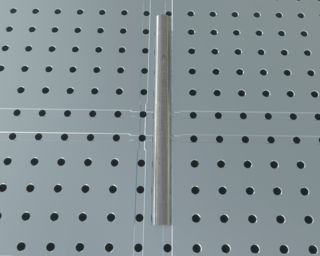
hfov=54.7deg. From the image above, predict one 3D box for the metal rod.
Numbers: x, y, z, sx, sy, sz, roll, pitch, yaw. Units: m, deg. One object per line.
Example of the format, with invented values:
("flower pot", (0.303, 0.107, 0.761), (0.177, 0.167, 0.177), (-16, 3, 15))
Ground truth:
("metal rod", (0.003, -0.024, 0.420), (0.025, 0.025, 0.299), (1, 70, 0))
